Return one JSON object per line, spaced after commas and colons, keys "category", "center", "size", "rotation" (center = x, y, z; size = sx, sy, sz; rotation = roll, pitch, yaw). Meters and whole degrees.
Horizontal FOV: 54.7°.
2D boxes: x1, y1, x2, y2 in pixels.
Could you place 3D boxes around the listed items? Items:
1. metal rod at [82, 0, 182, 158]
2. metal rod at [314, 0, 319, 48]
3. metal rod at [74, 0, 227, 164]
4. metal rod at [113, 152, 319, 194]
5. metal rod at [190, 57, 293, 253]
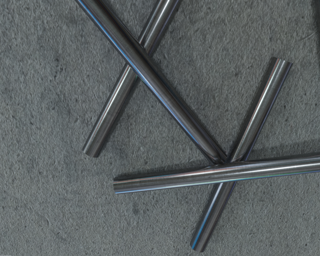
{"category": "metal rod", "center": [-0.022, -0.090, 0.376], "size": [0.025, 0.025, 0.298], "rotation": [27, 108, -10]}
{"category": "metal rod", "center": [0.234, -0.018, 0.405], "size": [0.025, 0.025, 0.298], "rotation": [-16, 110, 6]}
{"category": "metal rod", "center": [-0.008, -0.059, 0.363], "size": [0.025, 0.025, 0.300], "rotation": [-35, 116, 12]}
{"category": "metal rod", "center": [0.084, 0.059, 0.407], "size": [0.301, 0.025, 0.025], "rotation": [-9, 110, 12]}
{"category": "metal rod", "center": [0.104, 0.049, 0.428], "size": [0.025, 0.025, 0.298], "rotation": [17, 109, -6]}
